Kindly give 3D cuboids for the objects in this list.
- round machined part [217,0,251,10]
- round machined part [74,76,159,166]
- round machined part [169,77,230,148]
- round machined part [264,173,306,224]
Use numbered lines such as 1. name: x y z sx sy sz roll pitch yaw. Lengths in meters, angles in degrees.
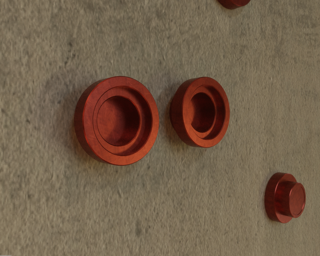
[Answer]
1. round machined part: 0.126 -0.248 0.501 0.099 0.042 0.097 0 90 -40
2. round machined part: -0.052 -0.008 0.352 0.099 0.042 0.097 0 90 -40
3. round machined part: 0.052 -0.022 0.440 0.099 0.042 0.097 0 90 -40
4. round machined part: 0.251 0.138 0.608 0.099 0.042 0.097 0 90 -40
